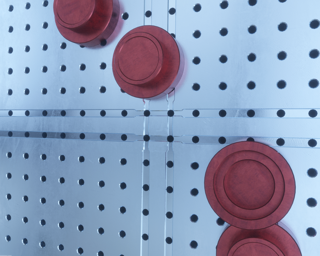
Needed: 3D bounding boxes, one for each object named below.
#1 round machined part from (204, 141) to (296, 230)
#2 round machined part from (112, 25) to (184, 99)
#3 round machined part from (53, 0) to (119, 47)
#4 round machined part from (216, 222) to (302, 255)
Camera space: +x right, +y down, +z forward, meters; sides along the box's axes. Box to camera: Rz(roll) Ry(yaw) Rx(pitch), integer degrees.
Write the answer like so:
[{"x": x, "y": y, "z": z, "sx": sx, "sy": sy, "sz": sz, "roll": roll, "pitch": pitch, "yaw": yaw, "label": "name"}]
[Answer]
[{"x": 0.105, "y": 0.065, "z": 0.362, "sx": 0.098, "sy": 0.042, "sz": 0.098, "roll": -3, "pitch": 82, "yaw": 21, "label": "round machined part"}, {"x": -0.021, "y": -0.088, "z": 0.411, "sx": 0.098, "sy": 0.042, "sz": 0.097, "roll": 0, "pitch": 90, "yaw": 20, "label": "round machined part"}, {"x": -0.112, "y": -0.170, "z": 0.444, "sx": 0.098, "sy": 0.042, "sz": 0.097, "roll": 0, "pitch": 90, "yaw": 20, "label": "round machined part"}, {"x": 0.115, "y": 0.155, "z": 0.363, "sx": 0.098, "sy": 0.042, "sz": 0.097, "roll": 0, "pitch": 90, "yaw": 20, "label": "round machined part"}]
